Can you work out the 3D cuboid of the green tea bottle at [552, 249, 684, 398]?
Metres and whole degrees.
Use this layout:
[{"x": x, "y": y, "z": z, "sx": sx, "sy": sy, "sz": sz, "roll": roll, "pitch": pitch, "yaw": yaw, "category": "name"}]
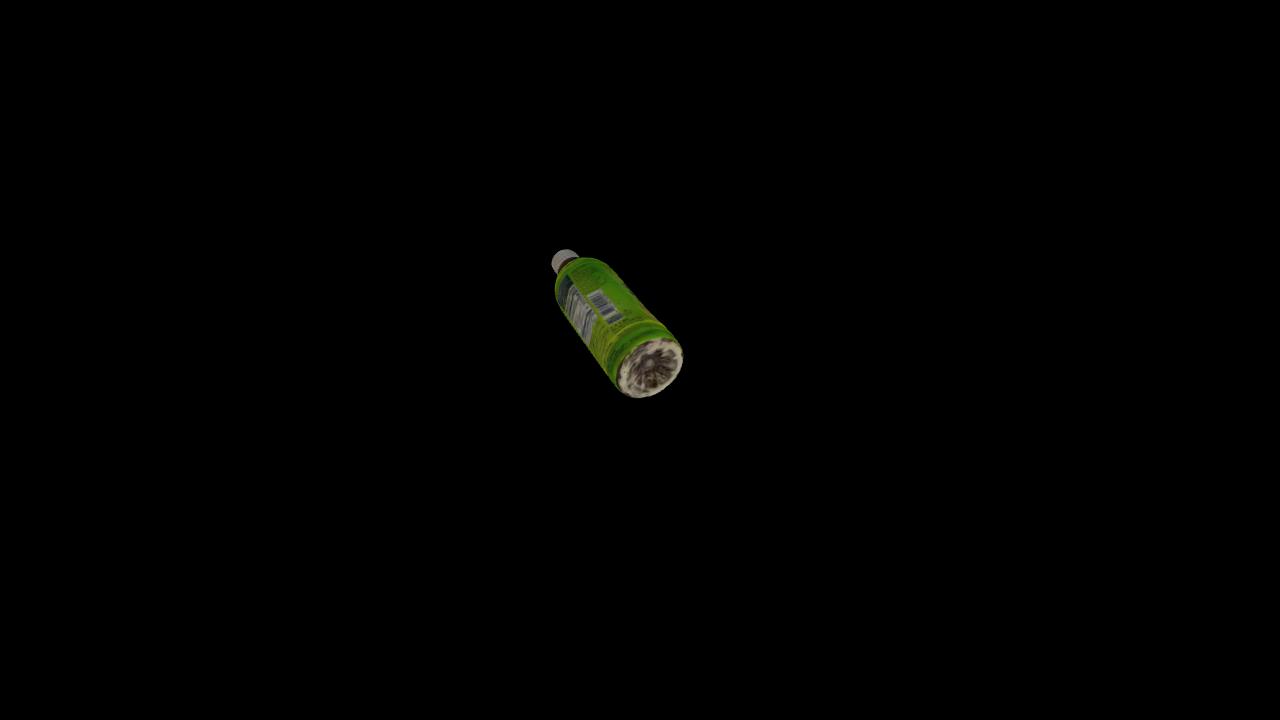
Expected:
[{"x": -0.037, "y": -0.051, "z": 0.609, "sx": 0.073, "sy": 0.073, "sz": 0.212, "roll": 0, "pitch": 36, "yaw": -34, "category": "green tea bottle"}]
